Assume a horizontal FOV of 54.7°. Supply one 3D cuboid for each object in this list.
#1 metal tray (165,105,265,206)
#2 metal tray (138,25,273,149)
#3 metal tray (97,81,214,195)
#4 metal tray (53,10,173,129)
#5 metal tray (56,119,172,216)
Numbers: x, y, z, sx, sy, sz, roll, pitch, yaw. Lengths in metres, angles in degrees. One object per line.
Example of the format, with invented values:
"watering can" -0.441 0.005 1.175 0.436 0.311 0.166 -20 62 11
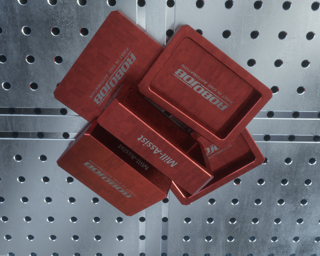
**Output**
"metal tray" 0.063 0.038 0.424 0.130 0.030 0.090 -32 107 10
"metal tray" 0.051 -0.046 0.362 0.130 0.030 0.090 34 106 -12
"metal tray" -0.003 0.008 0.349 0.130 0.090 0.030 39 105 -14
"metal tray" -0.057 -0.066 0.385 0.090 0.030 0.130 37 106 -13
"metal tray" -0.061 0.058 0.411 0.130 0.030 0.090 40 130 -14
